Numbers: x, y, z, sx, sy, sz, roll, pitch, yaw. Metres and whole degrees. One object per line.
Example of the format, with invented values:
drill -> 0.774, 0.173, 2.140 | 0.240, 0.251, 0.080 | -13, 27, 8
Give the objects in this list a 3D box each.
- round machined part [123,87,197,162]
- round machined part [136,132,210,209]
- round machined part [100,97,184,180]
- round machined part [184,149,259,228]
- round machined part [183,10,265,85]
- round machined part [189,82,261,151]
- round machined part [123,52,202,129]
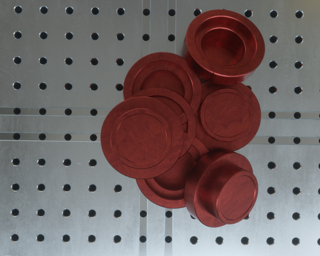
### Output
round machined part -> -0.004, -0.002, 0.404 | 0.099, 0.042, 0.097 | 0, 90, 0
round machined part -> 0.018, 0.051, 0.405 | 0.099, 0.042, 0.097 | 0, 90, 0
round machined part -> -0.021, 0.012, 0.362 | 0.099, 0.042, 0.097 | 0, 90, 0
round machined part -> 0.082, 0.078, 0.381 | 0.099, 0.042, 0.097 | -9, 108, -31
round machined part -> 0.078, -0.097, 0.394 | 0.099, 0.042, 0.098 | 2, 69, -6
round machined part -> 0.084, -0.016, 0.405 | 0.099, 0.042, 0.097 | 0, 90, 0
round machined part -> 0.003, -0.046, 0.405 | 0.099, 0.042, 0.097 | 0, 90, 0
